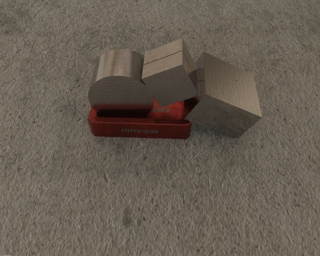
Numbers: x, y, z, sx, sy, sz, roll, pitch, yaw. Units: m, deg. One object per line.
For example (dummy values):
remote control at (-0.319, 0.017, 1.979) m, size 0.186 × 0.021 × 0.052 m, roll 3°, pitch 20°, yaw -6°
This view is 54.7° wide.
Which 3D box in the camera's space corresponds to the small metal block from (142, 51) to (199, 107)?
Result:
small metal block at (0.013, -0.056, 0.367) m, size 0.050 × 0.050 × 0.025 m, roll -16°, pitch 45°, yaw 21°

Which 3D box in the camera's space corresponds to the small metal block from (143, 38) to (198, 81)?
small metal block at (0.014, -0.076, 0.384) m, size 0.050 × 0.050 × 0.025 m, roll -16°, pitch 45°, yaw 21°

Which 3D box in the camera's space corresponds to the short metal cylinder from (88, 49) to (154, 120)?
short metal cylinder at (-0.047, -0.053, 0.396) m, size 0.081 × 0.080 × 0.050 m, roll 1°, pitch 50°, yaw 0°

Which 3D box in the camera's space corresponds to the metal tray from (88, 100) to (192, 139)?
metal tray at (-0.024, -0.030, 0.426) m, size 0.131 × 0.030 × 0.090 m, roll 2°, pitch 50°, yaw 1°

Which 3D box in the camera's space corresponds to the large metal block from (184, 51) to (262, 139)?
large metal block at (0.079, -0.042, 0.406) m, size 0.080 × 0.050 × 0.080 m, roll 20°, pitch 48°, yaw -18°
